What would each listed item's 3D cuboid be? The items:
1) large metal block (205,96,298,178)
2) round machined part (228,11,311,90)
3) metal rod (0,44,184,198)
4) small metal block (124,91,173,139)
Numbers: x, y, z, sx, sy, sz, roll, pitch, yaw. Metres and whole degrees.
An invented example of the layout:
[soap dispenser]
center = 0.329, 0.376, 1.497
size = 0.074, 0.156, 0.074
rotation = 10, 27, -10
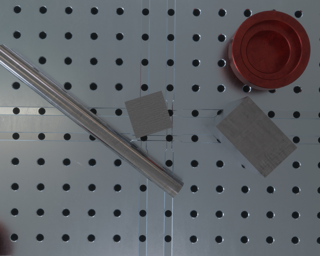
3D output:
[large metal block]
center = 0.108, 0.010, 0.387
size = 0.050, 0.080, 0.080
rotation = -44, 90, 0
[round machined part]
center = 0.139, -0.098, 0.406
size = 0.099, 0.042, 0.097
rotation = 0, 90, 0
[metal rod]
center = -0.095, -0.009, 0.412
size = 0.300, 0.025, 0.025
rotation = 38, 90, 0
[small metal block]
center = -0.014, -0.017, 0.413
size = 0.050, 0.025, 0.050
rotation = -17, 90, 0
